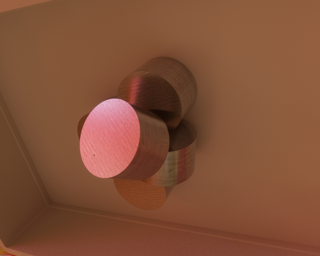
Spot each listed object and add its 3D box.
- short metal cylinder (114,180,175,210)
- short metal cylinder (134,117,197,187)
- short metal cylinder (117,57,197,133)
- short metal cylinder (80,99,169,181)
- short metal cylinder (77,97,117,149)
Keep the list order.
[{"bbox_3d":[-0.018,0.069,0.441,0.080,0.050,0.079,13,124,20],"label":"short metal cylinder"},{"bbox_3d":[0.004,0.027,0.385,0.080,0.080,0.050,13,124,21],"label":"short metal cylinder"},{"bbox_3d":[-0.003,-0.038,0.367,0.080,0.050,0.079,13,124,20],"label":"short metal cylinder"},{"bbox_3d":[-0.037,0.014,0.327,0.080,0.050,0.080,-9,74,33],"label":"short metal cylinder"},{"bbox_3d":[-0.064,0.004,0.424,0.080,0.050,0.079,13,124,20],"label":"short metal cylinder"}]
